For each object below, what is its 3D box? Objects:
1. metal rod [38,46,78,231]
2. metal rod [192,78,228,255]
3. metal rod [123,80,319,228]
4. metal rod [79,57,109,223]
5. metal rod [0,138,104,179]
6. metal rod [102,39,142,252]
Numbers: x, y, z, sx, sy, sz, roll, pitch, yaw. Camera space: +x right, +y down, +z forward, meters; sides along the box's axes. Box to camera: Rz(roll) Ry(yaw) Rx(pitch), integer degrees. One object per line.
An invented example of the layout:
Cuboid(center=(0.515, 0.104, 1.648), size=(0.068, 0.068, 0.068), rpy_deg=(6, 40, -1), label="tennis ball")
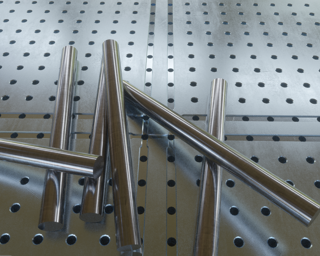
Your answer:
Cuboid(center=(-0.131, -0.012, 0.417), size=(0.025, 0.025, 0.300), rpy_deg=(-5, 50, -4), label="metal rod")
Cuboid(center=(0.062, 0.048, 0.367), size=(0.025, 0.025, 0.300), rpy_deg=(8, 50, 6), label="metal rod")
Cuboid(center=(0.042, 0.011, 0.370), size=(0.025, 0.025, 0.300), rpy_deg=(-35, 49, -25), label="metal rod")
Cuboid(center=(-0.077, -0.020, 0.424), size=(0.025, 0.025, 0.300), rpy_deg=(-1, 50, -1), label="metal rod")
Cuboid(center=(-0.209, 0.022, 0.367), size=(0.301, 0.025, 0.025), rpy_deg=(8, 50, 15), label="metal rod")
Cuboid(center=(-0.053, -0.003, 0.391), size=(0.025, 0.025, 0.299), rpy_deg=(-7, 56, -6), label="metal rod")
